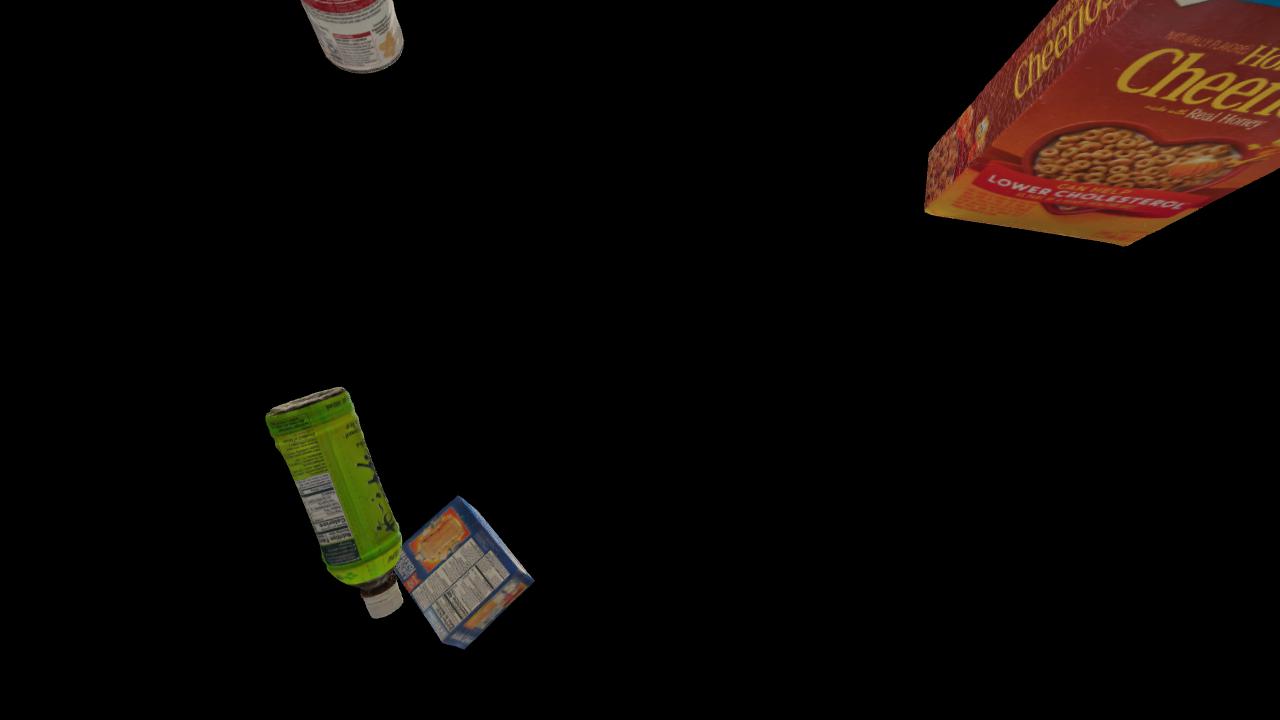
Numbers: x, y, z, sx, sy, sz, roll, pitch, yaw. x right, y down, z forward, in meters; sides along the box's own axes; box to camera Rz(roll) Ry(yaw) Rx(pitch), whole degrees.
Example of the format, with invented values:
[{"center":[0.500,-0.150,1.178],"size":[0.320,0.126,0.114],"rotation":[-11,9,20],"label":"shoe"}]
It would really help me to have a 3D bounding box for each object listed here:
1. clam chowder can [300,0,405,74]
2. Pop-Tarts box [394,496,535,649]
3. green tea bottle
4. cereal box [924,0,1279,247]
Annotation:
[{"center":[-0.227,-0.283,0.472],"size":[0.068,0.068,0.102],"rotation":[0,-22,-7],"label":"clam chowder can"},{"center":[-0.272,0.320,0.937],"size":[0.167,0.141,0.083],"rotation":[38,-18,30],"label":"Pop-Tarts box"},{"center":[-0.265,0.133,0.555],"size":[0.073,0.212,0.073],"rotation":[-13,10,2],"label":"green tea bottle"},{"center":[0.379,-0.191,0.455],"size":[0.203,0.081,0.306],"rotation":[10,-12,1],"label":"cereal box"}]
